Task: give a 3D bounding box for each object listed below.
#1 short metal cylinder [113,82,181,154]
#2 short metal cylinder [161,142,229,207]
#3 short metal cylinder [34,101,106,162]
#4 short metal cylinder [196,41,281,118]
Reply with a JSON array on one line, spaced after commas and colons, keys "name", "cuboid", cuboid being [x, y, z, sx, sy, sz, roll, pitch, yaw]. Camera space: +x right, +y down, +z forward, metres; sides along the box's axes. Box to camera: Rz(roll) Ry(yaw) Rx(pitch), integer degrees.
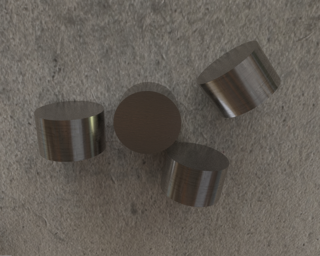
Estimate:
[{"name": "short metal cylinder", "cuboid": [-0.015, -0.014, 0.391, 0.081, 0.050, 0.079, 0, 110, -1]}, {"name": "short metal cylinder", "cuboid": [0.044, 0.058, 0.403, 0.081, 0.080, 0.050, 9, 110, -4]}, {"name": "short metal cylinder", "cuboid": [-0.108, 0.001, 0.379, 0.081, 0.080, 0.050, 0, 110, -1]}, {"name": "short metal cylinder", "cuboid": [0.090, -0.057, 0.361, 0.080, 0.080, 0.050, -35, 107, 11]}]
